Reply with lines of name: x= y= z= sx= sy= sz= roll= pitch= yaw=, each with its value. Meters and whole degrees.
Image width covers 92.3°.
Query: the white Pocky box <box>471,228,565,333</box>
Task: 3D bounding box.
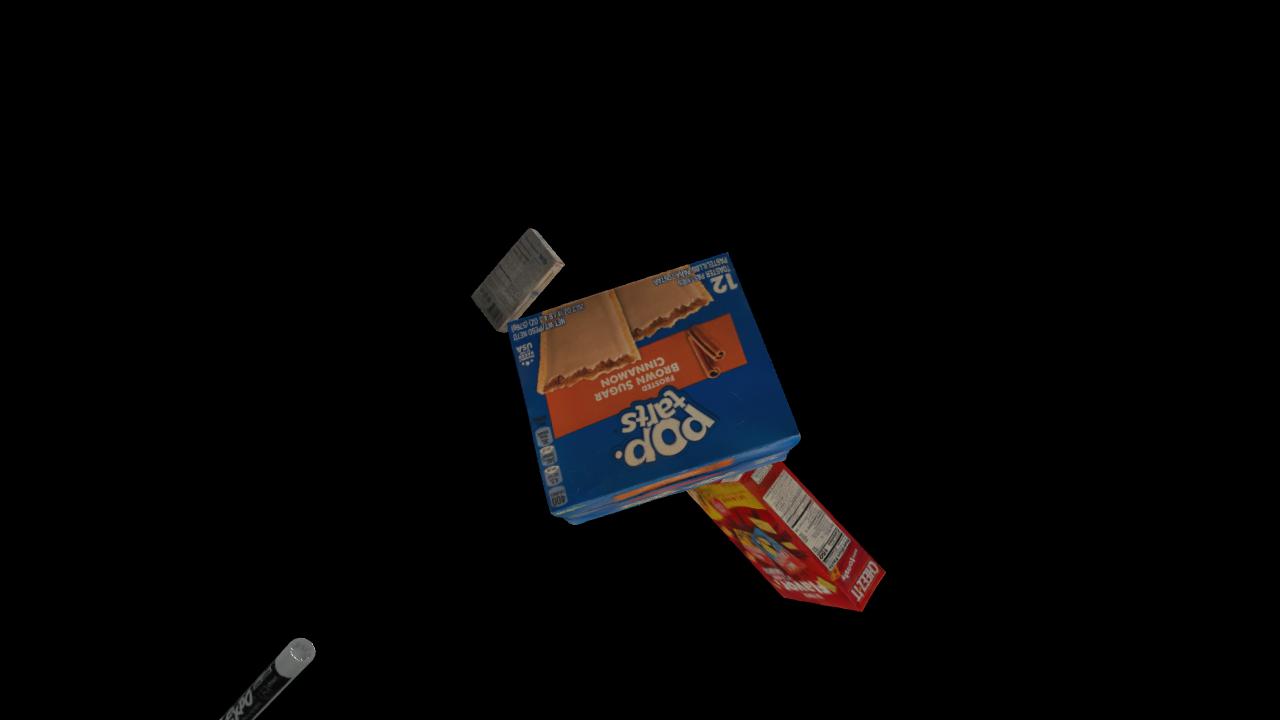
white Pocky box: x=-0.196 y=-0.126 z=0.978 sx=0.154 sy=0.084 sz=0.028 roll=-46 pitch=-22 yaw=15

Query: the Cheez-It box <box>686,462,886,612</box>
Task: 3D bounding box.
Cheez-It box: x=0.181 y=0.220 z=0.804 sx=0.071 sy=0.223 sz=0.166 roll=-44 pitch=4 yaw=-25

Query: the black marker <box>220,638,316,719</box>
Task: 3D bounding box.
black marker: x=-0.259 y=0.230 z=0.409 sx=0.020 sy=0.121 sz=0.020 roll=42 pitch=11 yaw=-11

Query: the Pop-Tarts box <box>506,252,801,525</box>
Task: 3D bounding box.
Pop-Tarts box: x=0.007 y=0.023 z=0.441 sx=0.167 sy=0.141 sz=0.083 roll=-17 pitch=-21 yaw=1
